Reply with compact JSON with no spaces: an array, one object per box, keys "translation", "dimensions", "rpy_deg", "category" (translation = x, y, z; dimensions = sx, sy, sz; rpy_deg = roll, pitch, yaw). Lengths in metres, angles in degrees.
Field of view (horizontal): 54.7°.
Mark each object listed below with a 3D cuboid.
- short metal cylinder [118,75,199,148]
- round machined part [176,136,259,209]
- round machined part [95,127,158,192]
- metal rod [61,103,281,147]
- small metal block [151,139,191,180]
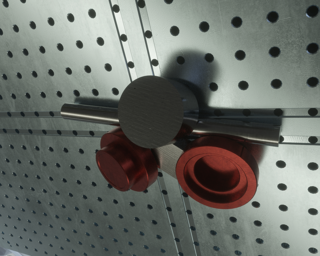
[{"translation":[-0.001,-0.019,0.360],"dimensions":[0.080,0.050,0.079],"rpy_deg":[1,94,25],"category":"short metal cylinder"},{"translation":[0.073,0.050,0.385],"dimensions":[0.098,0.042,0.097],"rpy_deg":[12,125,17],"category":"round machined part"},{"translation":[-0.053,0.050,0.437],"dimensions":[0.098,0.042,0.097],"rpy_deg":[29,137,31],"category":"round machined part"},{"translation":[-0.004,-0.008,0.403],"dimensions":[0.301,0.025,0.025],"rpy_deg":[7,122,24],"category":"metal rod"},{"translation":[0.016,0.034,0.419],"dimensions":[0.050,0.025,0.050],"rpy_deg":[32,129,7],"category":"small metal block"}]
